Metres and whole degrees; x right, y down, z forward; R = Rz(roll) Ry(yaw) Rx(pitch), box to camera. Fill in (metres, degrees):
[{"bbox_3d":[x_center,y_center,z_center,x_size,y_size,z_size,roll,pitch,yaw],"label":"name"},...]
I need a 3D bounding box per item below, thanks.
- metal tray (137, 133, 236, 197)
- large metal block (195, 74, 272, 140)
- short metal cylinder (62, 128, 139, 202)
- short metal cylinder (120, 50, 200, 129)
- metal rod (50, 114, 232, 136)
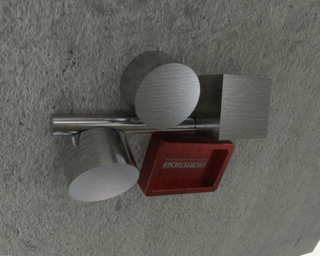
[{"bbox_3d":[0.040,0.054,0.459,0.131,0.030,0.089,3,117,-30],"label":"metal tray"},{"bbox_3d":[0.097,-0.028,0.412,0.081,0.050,0.079,-1,98,-28],"label":"large metal block"},{"bbox_3d":[-0.070,0.044,0.365,0.081,0.050,0.080,-15,145,-11],"label":"short metal cylinder"},{"bbox_3d":[-0.001,-0.045,0.364,0.081,0.050,0.079,-14,124,-21],"label":"short metal cylinder"},{"bbox_3d":[0.014,-0.006,0.414,0.303,0.025,0.025,-1,119,-28],"label":"metal rod"}]
